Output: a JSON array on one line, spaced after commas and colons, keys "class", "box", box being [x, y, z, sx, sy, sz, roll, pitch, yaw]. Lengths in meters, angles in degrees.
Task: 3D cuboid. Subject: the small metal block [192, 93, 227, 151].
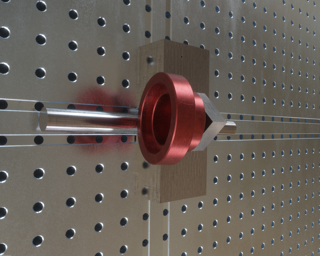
[{"class": "small metal block", "box": [0.045, -0.007, 0.373, 0.025, 0.050, 0.050, 1, 46, -40]}]

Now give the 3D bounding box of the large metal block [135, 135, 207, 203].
[{"class": "large metal block", "box": [0.016, 0.049, 0.406, 0.081, 0.050, 0.080, 2, 89, -40]}]

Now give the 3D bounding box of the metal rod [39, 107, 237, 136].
[{"class": "metal rod", "box": [-0.001, -0.004, 0.408, 0.302, 0.025, 0.025, 2, 89, -40]}]

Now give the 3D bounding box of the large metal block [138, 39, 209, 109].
[{"class": "large metal block", "box": [0.019, -0.065, 0.409, 0.081, 0.050, 0.080, 1, 90, -40]}]

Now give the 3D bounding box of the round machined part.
[{"class": "round machined part", "box": [0.013, -0.009, 0.335, 0.042, 0.098, 0.097, 5, 87, -26]}]
